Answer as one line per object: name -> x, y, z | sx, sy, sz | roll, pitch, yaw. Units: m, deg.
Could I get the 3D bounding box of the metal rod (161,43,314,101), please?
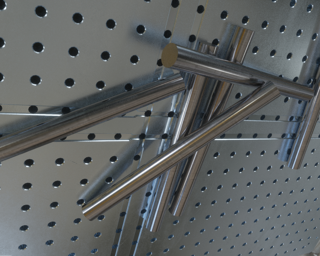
metal rod -> 0.124, -0.064, 0.409 | 0.302, 0.025, 0.025 | 4, 117, -40

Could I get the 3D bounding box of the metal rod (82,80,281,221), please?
metal rod -> 0.023, 0.034, 0.413 | 0.300, 0.025, 0.025 | -34, 130, 6

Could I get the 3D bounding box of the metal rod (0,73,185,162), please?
metal rod -> -0.109, -0.002, 0.349 | 0.302, 0.025, 0.025 | -22, 127, -15

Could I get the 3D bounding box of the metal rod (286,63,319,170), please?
metal rod -> 0.265, -0.057, 0.519 | 0.025, 0.025, 0.298 | -10, 123, -23

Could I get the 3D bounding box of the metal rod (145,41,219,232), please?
metal rod -> 0.024, 0.028, 0.440 | 0.025, 0.025, 0.298 | 1, 118, -29

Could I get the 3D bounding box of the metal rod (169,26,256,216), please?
metal rod -> 0.067, 0.005, 0.450 | 0.025, 0.025, 0.298 | 3, 117, -30
